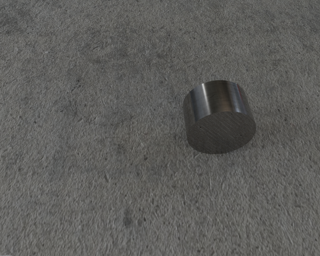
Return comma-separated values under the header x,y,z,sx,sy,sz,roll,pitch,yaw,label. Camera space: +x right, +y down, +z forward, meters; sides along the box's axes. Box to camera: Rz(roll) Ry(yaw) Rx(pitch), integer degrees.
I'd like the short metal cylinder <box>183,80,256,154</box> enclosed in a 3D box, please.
x,y,z,sx,sy,sz,roll,pitch,yaw,label
0.070,-0.012,0.378,0.080,0.080,0.050,-3,50,-2,short metal cylinder
